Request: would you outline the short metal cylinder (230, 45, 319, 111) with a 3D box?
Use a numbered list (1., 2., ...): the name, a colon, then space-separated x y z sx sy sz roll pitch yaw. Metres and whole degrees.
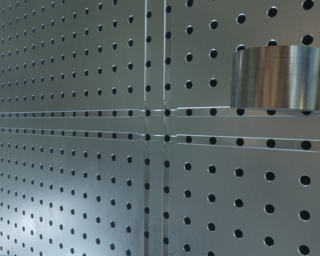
1. short metal cylinder: 0.107 -0.042 0.285 0.080 0.081 0.050 4 93 39
